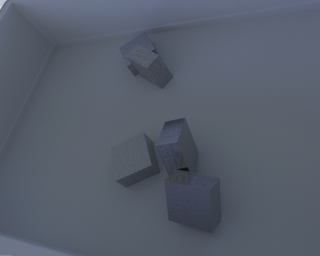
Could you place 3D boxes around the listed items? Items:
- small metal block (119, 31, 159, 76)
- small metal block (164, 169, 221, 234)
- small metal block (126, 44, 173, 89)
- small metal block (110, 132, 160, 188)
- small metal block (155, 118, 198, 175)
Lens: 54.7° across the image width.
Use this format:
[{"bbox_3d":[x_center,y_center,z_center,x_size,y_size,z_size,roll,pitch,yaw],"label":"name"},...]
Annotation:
[{"bbox_3d":[-0.032,-0.119,0.496,0.050,0.025,0.050,-30,52,9],"label":"small metal block"},{"bbox_3d":[0.035,0.075,0.323,0.050,0.050,0.025,7,25,31],"label":"small metal block"},{"bbox_3d":[-0.015,-0.089,0.453,0.025,0.050,0.050,-49,52,-6],"label":"small metal block"},{"bbox_3d":[-0.032,0.041,0.398,0.050,0.025,0.050,-25,53,12],"label":"small metal block"},{"bbox_3d":[0.021,0.024,0.353,0.025,0.050,0.050,-12,28,22],"label":"small metal block"}]
